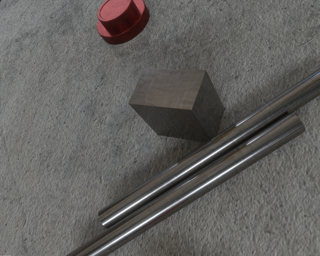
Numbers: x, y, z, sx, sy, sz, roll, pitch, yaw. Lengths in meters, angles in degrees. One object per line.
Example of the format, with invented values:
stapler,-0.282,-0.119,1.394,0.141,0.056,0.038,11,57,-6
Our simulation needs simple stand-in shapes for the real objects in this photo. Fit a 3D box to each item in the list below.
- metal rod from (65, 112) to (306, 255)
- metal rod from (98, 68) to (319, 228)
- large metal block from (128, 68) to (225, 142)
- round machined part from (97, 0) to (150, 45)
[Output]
metal rod,0.022,0.076,0.344,0.300,0.025,0.025,-33,52,5
metal rod,0.059,0.027,0.355,0.300,0.025,0.025,-34,52,5
large metal block,0.023,-0.026,0.371,0.080,0.080,0.050,8,66,31
round machined part,-0.072,-0.200,0.551,0.098,0.042,0.098,-13,56,20
